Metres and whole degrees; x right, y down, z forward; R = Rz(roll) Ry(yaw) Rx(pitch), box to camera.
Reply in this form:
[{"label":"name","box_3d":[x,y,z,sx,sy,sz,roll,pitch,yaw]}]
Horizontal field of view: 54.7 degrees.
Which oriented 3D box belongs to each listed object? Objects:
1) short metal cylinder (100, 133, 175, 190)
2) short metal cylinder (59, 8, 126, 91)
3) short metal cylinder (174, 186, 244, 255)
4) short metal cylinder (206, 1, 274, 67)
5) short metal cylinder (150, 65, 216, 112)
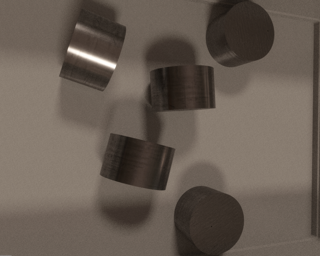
[{"label":"short metal cylinder","box_3d":[-0.026,0.040,0.373,0.081,0.080,0.050,15,85,-20]},{"label":"short metal cylinder","box_3d":[-0.077,-0.088,0.353,0.050,0.080,0.080,18,84,-20]},{"label":"short metal cylinder","box_3d":[0.066,0.124,0.423,0.081,0.050,0.079,0,90,-21]},{"label":"short metal cylinder","box_3d":[0.113,-0.131,0.440,0.081,0.050,0.079,0,90,-21]},{"label":"short metal cylinder","box_3d":[0.029,-0.048,0.393,0.081,0.080,0.050,-4,92,-20]}]
